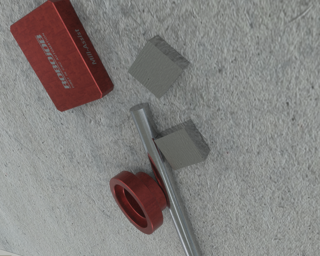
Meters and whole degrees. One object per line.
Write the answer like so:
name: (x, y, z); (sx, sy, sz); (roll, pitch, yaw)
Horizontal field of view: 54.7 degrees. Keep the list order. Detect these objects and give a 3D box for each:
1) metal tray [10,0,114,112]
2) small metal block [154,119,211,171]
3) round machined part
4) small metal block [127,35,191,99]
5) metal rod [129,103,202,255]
metal tray: (-0.130, -0.093, 0.413); (0.090, 0.030, 0.129); (-14, 112, 33)
small metal block: (0.029, 0.023, 0.404); (0.050, 0.025, 0.050); (-24, 106, 36)
round machined part: (-0.028, 0.104, 0.458); (0.098, 0.042, 0.097); (36, 144, 32)
small metal block: (-0.002, -0.071, 0.363); (0.050, 0.025, 0.050); (41, 129, -1)
metal rod: (0.018, 0.103, 0.459); (0.025, 0.025, 0.298); (-6, 116, 30)
